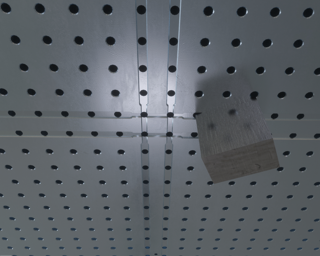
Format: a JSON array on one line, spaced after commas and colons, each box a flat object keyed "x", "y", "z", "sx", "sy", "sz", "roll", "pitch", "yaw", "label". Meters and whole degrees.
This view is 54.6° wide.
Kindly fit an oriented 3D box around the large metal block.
[{"x": 0.094, "y": 0.014, "z": 0.388, "sx": 0.080, "sy": 0.080, "sz": 0.050, "roll": -17, "pitch": 128, "yaw": 14, "label": "large metal block"}]
